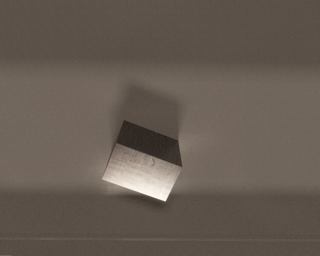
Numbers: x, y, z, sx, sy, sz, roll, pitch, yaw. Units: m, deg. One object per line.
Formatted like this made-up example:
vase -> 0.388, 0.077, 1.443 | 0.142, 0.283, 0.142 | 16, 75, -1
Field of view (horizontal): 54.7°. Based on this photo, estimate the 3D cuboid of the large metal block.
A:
large metal block -> -0.021, 0.039, 0.396 | 0.080, 0.080, 0.050 | 21, 109, -8
